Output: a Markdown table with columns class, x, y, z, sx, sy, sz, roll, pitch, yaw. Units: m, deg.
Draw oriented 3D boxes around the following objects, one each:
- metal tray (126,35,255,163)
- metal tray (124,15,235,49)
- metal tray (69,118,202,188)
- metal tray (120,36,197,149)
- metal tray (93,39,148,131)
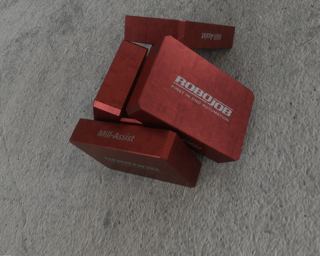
| class | x | y | z | sx | sy | sz | roll | pitch | yaw |
| --- | --- | --- | --- | --- | --- | --- | --- | --- | --- |
| metal tray | 0.039 | -0.028 | 0.337 | 0.030 | 0.131 | 0.090 | -20 | 46 | 59 |
| metal tray | 0.029 | -0.125 | 0.406 | 0.090 | 0.131 | 0.030 | 19 | 113 | 35 |
| metal tray | -0.028 | 0.029 | 0.358 | 0.130 | 0.090 | 0.030 | 7 | 66 | 31 |
| metal tray | 0.008 | -0.041 | 0.383 | 0.030 | 0.090 | 0.130 | 7 | 65 | 31 |
| metal tray | -0.052 | -0.037 | 0.391 | 0.030 | 0.130 | 0.090 | 21 | 69 | -3 |
